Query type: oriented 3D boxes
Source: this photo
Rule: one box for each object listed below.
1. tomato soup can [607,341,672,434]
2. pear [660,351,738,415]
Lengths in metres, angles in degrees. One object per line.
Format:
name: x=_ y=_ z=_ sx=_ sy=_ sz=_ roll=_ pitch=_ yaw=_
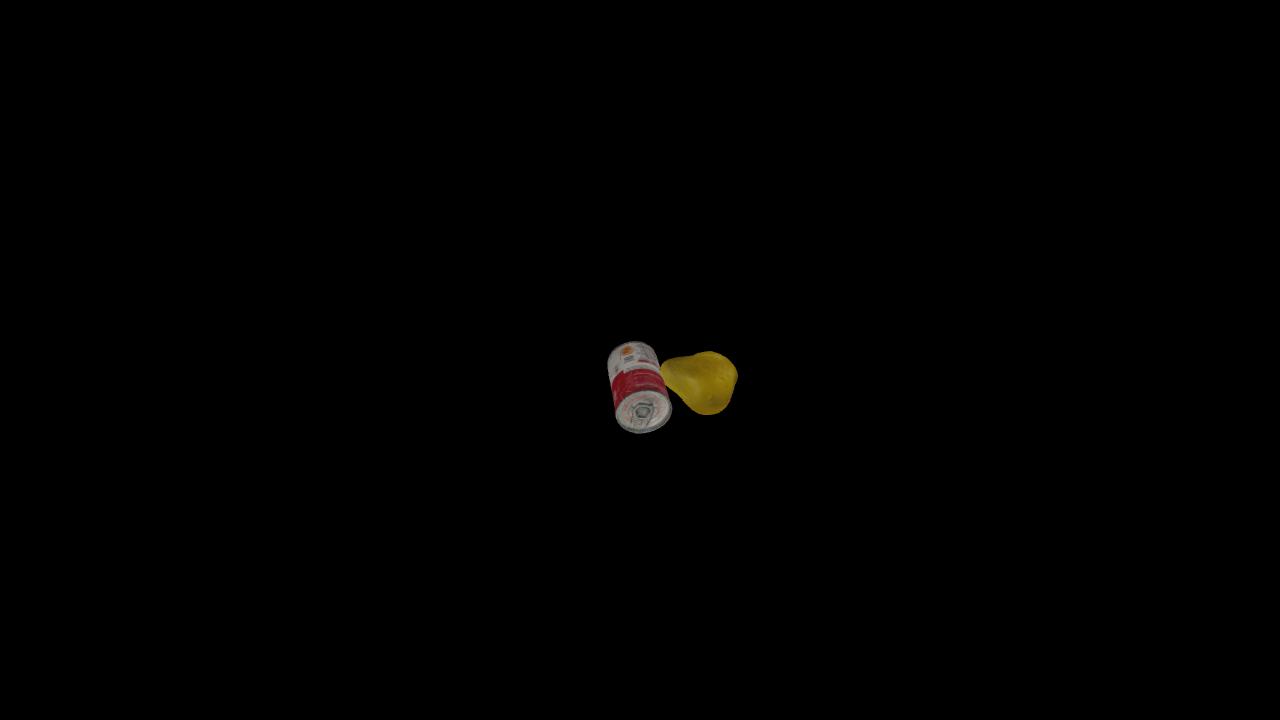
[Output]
tomato soup can: x=-0.003 y=0.031 z=0.755 sx=0.068 sy=0.068 sz=0.101 roll=0 pitch=37 yaw=-11
pear: x=0.062 y=0.021 z=0.762 sx=0.111 sy=0.080 sz=0.080 roll=22 pitch=2 yaw=6
